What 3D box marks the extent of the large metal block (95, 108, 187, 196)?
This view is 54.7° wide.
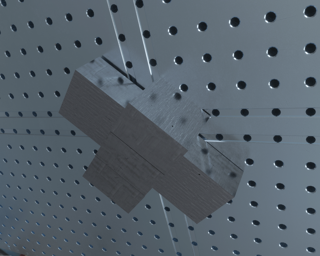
[{"bbox_3d":[-0.021,0.025,0.402,0.080,0.080,0.050,39,129,1],"label":"large metal block"}]

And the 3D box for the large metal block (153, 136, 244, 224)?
[{"bbox_3d":[0.048,0.068,0.411,0.080,0.050,0.080,39,130,1],"label":"large metal block"}]

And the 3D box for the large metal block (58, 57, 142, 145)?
[{"bbox_3d":[-0.077,-0.032,0.410,0.080,0.050,0.080,38,130,2],"label":"large metal block"}]

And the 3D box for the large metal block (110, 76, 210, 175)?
[{"bbox_3d":[0.003,-0.005,0.370,0.080,0.080,0.050,39,129,1],"label":"large metal block"}]

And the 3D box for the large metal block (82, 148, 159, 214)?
[{"bbox_3d":[-0.045,0.056,0.433,0.080,0.080,0.050,39,129,1],"label":"large metal block"}]
